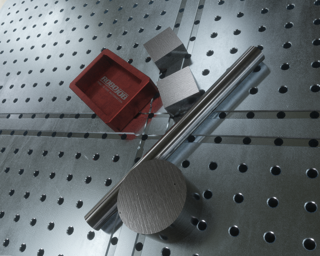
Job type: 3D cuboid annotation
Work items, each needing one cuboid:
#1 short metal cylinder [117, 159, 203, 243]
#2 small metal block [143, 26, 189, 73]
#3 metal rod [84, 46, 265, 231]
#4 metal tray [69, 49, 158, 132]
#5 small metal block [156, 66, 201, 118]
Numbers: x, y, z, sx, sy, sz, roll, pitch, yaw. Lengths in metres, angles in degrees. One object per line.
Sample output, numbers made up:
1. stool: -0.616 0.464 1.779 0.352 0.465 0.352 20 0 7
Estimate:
1. short metal cylinder: 0.001 0.081 0.342 0.080 0.050 0.080 -13 56 21
2. small metal block: 0.009 -0.121 0.478 0.050 0.025 0.050 -33 51 6
3. metal rod: 0.021 0.010 0.391 0.300 0.025 0.025 -46 51 -4
4. metal tray: -0.076 -0.062 0.483 0.090 0.030 0.130 -47 51 -5
5. small metal block: 0.027 -0.050 0.424 0.050 0.025 0.050 -25 53 13
